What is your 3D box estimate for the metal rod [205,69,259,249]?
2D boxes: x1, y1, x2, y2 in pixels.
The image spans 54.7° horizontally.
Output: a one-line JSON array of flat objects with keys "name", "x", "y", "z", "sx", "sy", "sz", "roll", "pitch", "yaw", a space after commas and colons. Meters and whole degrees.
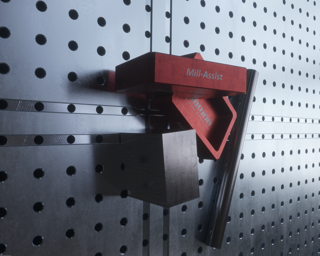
[{"name": "metal rod", "x": 0.121, "y": 0.043, "z": 0.510, "sx": 0.025, "sy": 0.025, "sz": 0.299, "roll": 26, "pitch": 74, "yaw": -37}]

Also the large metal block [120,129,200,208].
[{"name": "large metal block", "x": -0.001, "y": 0.043, "z": 0.372, "sx": 0.050, "sy": 0.080, "sz": 0.079, "roll": -7, "pitch": 95, "yaw": -40}]

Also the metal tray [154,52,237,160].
[{"name": "metal tray", "x": 0.055, "y": -0.027, "z": 0.432, "sx": 0.130, "sy": 0.030, "sz": 0.090, "roll": 50, "pitch": 56, "yaw": -33}]

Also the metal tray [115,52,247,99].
[{"name": "metal tray", "x": 0.024, "y": -0.056, "z": 0.362, "sx": 0.131, "sy": 0.090, "sz": 0.030, "roll": 2, "pitch": 89, "yaw": -31}]
